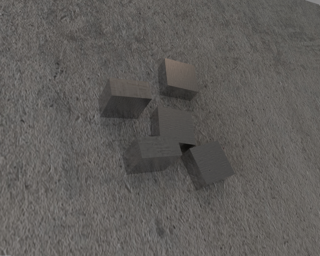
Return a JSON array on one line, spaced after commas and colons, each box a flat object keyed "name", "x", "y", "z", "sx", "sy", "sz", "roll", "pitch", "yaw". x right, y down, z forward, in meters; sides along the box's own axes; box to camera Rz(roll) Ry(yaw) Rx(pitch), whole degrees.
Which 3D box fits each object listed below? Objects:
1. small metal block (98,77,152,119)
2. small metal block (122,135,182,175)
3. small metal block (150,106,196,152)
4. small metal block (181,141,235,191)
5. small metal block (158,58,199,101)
[{"name": "small metal block", "x": -0.045, "y": -0.035, "z": 0.385, "sx": 0.050, "sy": 0.050, "sz": 0.025, "roll": 2, "pitch": 61, "yaw": -27}, {"name": "small metal block", "x": -0.010, "y": 0.032, "z": 0.363, "sx": 0.050, "sy": 0.050, "sz": 0.025, "roll": -2, "pitch": 63, "yaw": -29}, {"name": "small metal block", "x": 0.016, "y": 0.002, "z": 0.411, "sx": 0.050, "sy": 0.025, "sz": 0.050, "roll": 9, "pitch": 58, "yaw": -23}, {"name": "small metal block", "x": 0.063, "y": 0.049, "z": 0.407, "sx": 0.050, "sy": 0.025, "sz": 0.050, "roll": -12, "pitch": 68, "yaw": -33}, {"name": "small metal block", "x": 0.026, "y": -0.072, "z": 0.461, "sx": 0.050, "sy": 0.025, "sz": 0.050, "roll": 9, "pitch": 58, "yaw": -24}]
